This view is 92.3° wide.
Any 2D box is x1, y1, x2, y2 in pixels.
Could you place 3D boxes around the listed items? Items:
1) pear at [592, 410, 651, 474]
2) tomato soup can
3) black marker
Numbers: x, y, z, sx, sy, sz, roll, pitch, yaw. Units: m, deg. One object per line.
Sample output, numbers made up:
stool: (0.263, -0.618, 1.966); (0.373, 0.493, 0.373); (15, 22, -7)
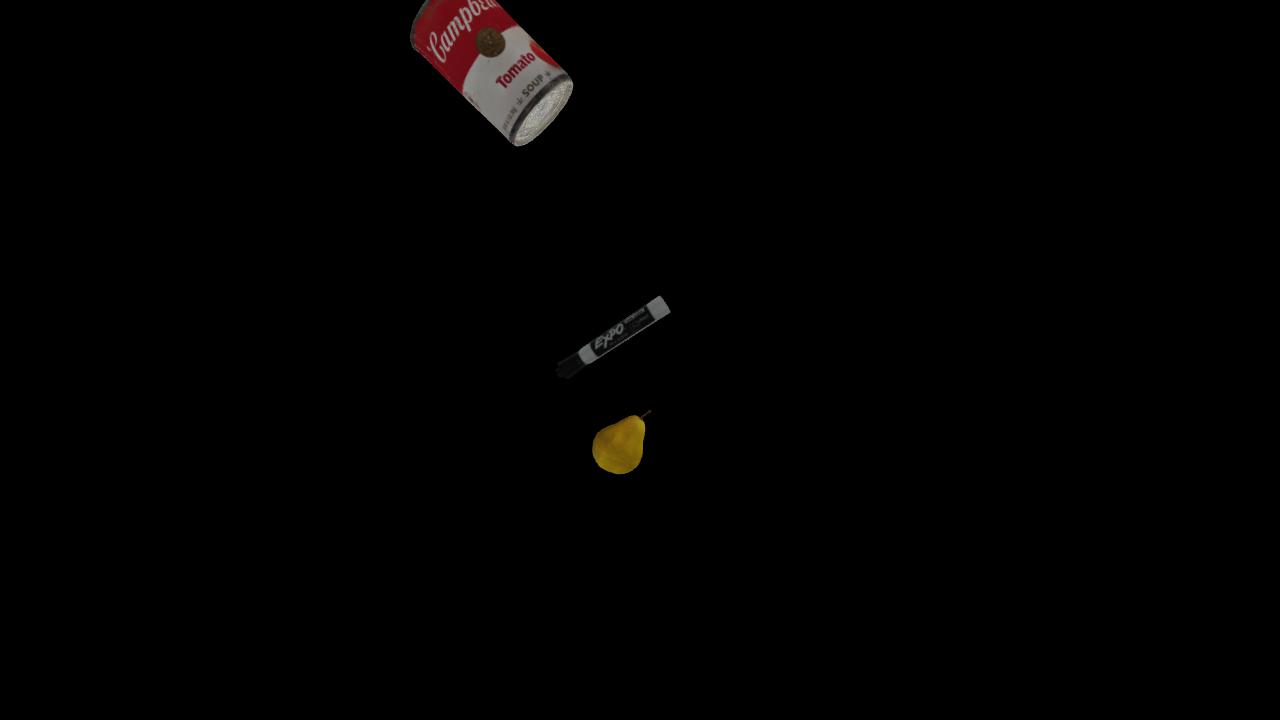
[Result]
pear: (-0.025, 0.118, 0.939); (0.080, 0.111, 0.080); (24, 18, -8)
tomato soup can: (-0.108, -0.218, 0.457); (0.101, 0.068, 0.068); (44, -7, -8)
black marker: (-0.027, -0.019, 0.570); (0.121, 0.020, 0.020); (-33, -5, 8)
